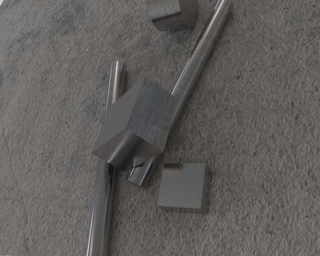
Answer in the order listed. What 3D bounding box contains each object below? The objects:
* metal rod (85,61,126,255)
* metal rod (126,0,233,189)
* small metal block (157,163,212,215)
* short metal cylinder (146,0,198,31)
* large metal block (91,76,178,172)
[{"bbox_3d":[-0.069,0.029,0.422,0.025,0.025,0.299,-12,56,21],"label":"metal rod"},{"bbox_3d":[0.034,-0.059,0.421,0.025,0.025,0.300,15,69,34],"label":"metal rod"},{"bbox_3d":[0.028,0.068,0.348,0.050,0.025,0.050,-3,60,26],"label":"small metal block"},{"bbox_3d":[0.021,-0.193,0.476,0.050,0.080,0.080,-1,62,28],"label":"short metal cylinder"},{"bbox_3d":[-0.031,-0.003,0.376,0.080,0.050,0.080,-32,32,45],"label":"large metal block"}]
